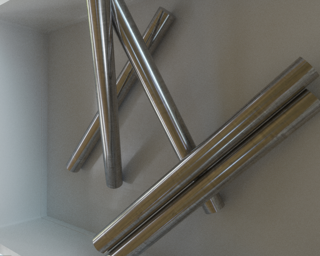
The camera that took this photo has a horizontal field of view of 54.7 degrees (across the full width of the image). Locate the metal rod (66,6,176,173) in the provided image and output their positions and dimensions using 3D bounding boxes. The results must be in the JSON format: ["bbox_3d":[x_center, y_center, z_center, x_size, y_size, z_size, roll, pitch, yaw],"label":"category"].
[{"bbox_3d":[-0.070,-0.041,0.464,0.025,0.025,0.298,51,120,28],"label":"metal rod"}]

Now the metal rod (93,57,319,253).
[{"bbox_3d":[0.033,0.042,0.328,0.299,0.025,0.025,-43,63,18],"label":"metal rod"}]

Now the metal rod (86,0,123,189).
[{"bbox_3d":[-0.066,-0.040,0.381,0.025,0.025,0.298,31,134,36],"label":"metal rod"}]

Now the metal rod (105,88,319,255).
[{"bbox_3d":[0.040,0.070,0.331,0.299,0.025,0.025,-43,63,17],"label":"metal rod"}]

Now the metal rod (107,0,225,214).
[{"bbox_3d":[-0.003,-0.041,0.350,0.025,0.025,0.299,-24,93,37],"label":"metal rod"}]
